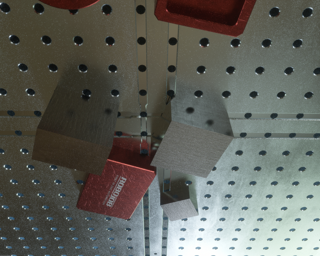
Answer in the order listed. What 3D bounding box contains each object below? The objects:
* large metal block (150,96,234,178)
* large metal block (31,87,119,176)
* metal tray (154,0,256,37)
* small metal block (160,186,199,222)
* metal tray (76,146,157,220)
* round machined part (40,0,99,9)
[{"bbox_3d":[0.038,0.014,0.407,0.081,0.050,0.079,15,129,-13],"label":"large metal block"},{"bbox_3d":[-0.100,0.003,0.377,0.081,0.080,0.050,16,128,-14],"label":"large metal block"},{"bbox_3d":[0.052,-0.155,0.276,0.091,0.030,0.129,9,130,-8],"label":"metal tray"},{"bbox_3d":[0.033,0.128,0.521,0.050,0.025,0.050,-16,129,13],"label":"small metal block"},{"bbox_3d":[-0.070,0.088,0.482,0.091,0.030,0.129,17,128,-15],"label":"metal tray"},{"bbox_3d":[-0.081,-0.158,0.265,0.099,0.042,0.097,0,130,0],"label":"round machined part"}]
